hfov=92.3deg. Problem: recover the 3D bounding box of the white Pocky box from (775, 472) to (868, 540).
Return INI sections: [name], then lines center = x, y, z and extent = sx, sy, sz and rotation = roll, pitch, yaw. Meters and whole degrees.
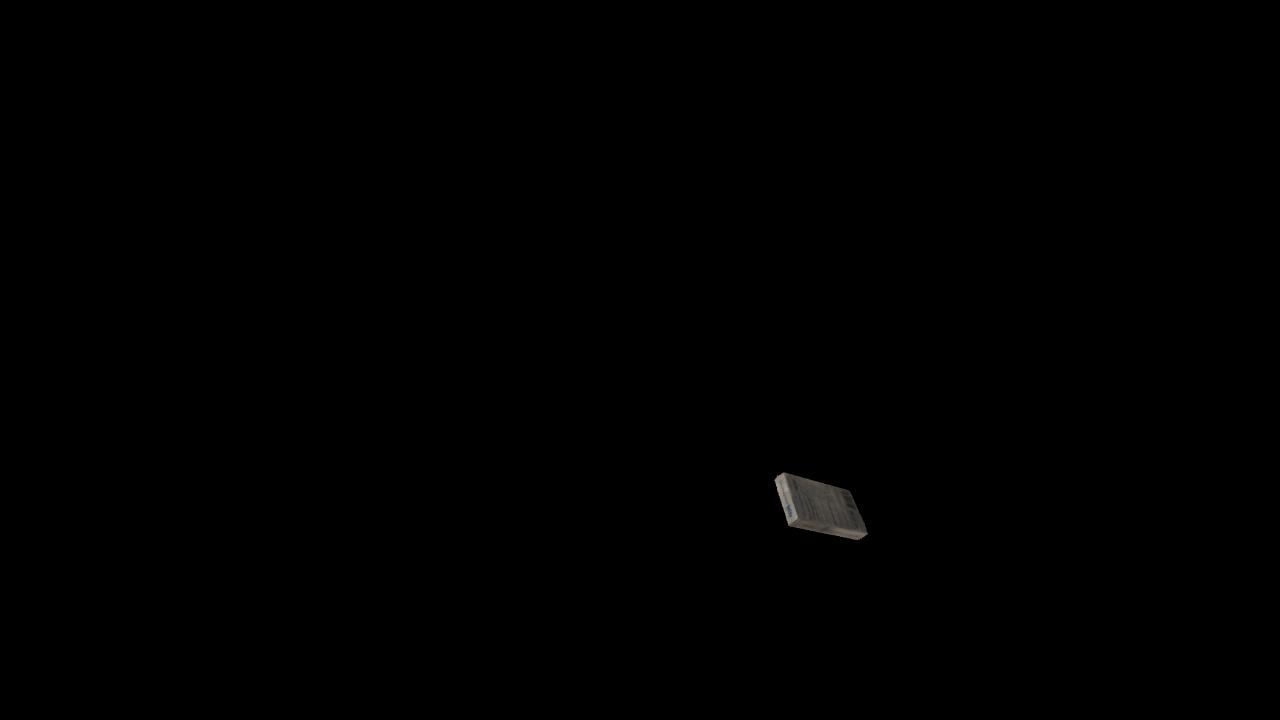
[white Pocky box]
center = 0.286, 0.232, 0.970
extent = 0.154, 0.084, 0.028
rotation = 18, -49, -28
